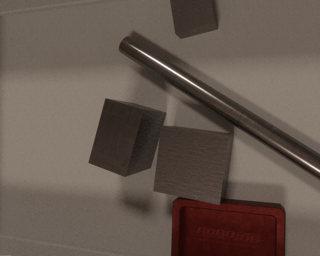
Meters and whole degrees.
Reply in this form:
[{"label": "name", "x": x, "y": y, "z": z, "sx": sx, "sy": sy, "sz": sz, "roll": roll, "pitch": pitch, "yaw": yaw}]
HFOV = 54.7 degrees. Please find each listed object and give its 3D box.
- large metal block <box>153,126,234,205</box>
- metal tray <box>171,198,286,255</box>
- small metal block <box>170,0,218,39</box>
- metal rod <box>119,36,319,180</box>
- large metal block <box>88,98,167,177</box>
[{"label": "large metal block", "x": 0.043, "y": 0.042, "z": 0.382, "sx": 0.080, "sy": 0.050, "sz": 0.079, "roll": 8, "pitch": 93, "yaw": 19}, {"label": "metal tray", "x": 0.081, "y": 0.133, "z": 0.375, "sx": 0.130, "sy": 0.030, "sz": 0.089, "roll": 1, "pitch": 86, "yaw": 19}, {"label": "small metal block", "x": 0.043, "y": -0.147, "z": 0.395, "sx": 0.050, "sy": 0.025, "sz": 0.050, "roll": -10, "pitch": 87, "yaw": 19}, {"label": "metal rod", "x": 0.070, "y": -0.032, "z": 0.385, "sx": 0.300, "sy": 0.025, "sz": 0.025, "roll": 35, "pitch": 101, "yaw": 16}, {"label": "large metal block", "x": -0.038, "y": 0.010, "z": 0.394, "sx": 0.050, "sy": 0.080, "sz": 0.080, "roll": 18, "pitch": 96, "yaw": 19}]
